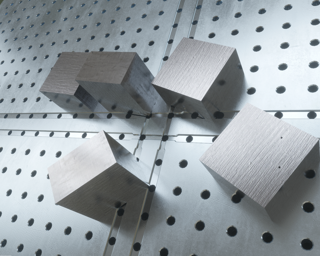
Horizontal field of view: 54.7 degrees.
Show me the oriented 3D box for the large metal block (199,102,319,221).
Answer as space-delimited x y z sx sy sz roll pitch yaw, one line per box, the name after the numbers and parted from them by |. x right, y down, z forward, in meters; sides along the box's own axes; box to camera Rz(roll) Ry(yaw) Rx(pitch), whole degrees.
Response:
0.102 0.033 0.318 0.080 0.050 0.080 -49 52 -6 | large metal block

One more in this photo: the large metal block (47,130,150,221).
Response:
-0.072 0.060 0.372 0.080 0.080 0.050 -35 52 5 | large metal block

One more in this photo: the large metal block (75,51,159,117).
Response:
-0.056 -0.062 0.439 0.080 0.080 0.050 10 67 32 | large metal block

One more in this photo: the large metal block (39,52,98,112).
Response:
-0.136 -0.077 0.508 0.080 0.050 0.080 10 66 32 | large metal block

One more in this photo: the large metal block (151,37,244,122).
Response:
0.050 -0.065 0.405 0.080 0.050 0.080 25 75 36 | large metal block
